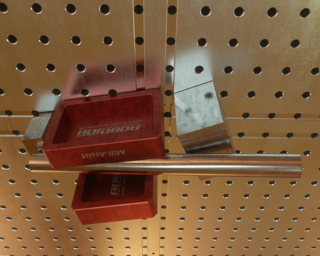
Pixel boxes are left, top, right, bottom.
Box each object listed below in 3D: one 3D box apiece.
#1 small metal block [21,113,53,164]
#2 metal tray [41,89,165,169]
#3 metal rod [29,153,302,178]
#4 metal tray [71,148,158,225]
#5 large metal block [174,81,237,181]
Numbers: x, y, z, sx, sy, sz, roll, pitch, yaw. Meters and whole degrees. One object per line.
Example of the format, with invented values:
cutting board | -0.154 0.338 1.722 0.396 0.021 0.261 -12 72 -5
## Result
small metal block | -0.151 0.016 0.406 0.025 0.050 0.050 -6 130 5
metal tray | -0.061 -0.001 0.366 0.131 0.090 0.030 -7 131 5
metal rod | -0.005 0.041 0.347 0.301 0.025 0.025 -1 131 12
metal tray | -0.050 0.052 0.386 0.090 0.130 0.030 -7 130 5
large metal block | 0.057 0.003 0.378 0.050 0.080 0.080 -18 128 14
